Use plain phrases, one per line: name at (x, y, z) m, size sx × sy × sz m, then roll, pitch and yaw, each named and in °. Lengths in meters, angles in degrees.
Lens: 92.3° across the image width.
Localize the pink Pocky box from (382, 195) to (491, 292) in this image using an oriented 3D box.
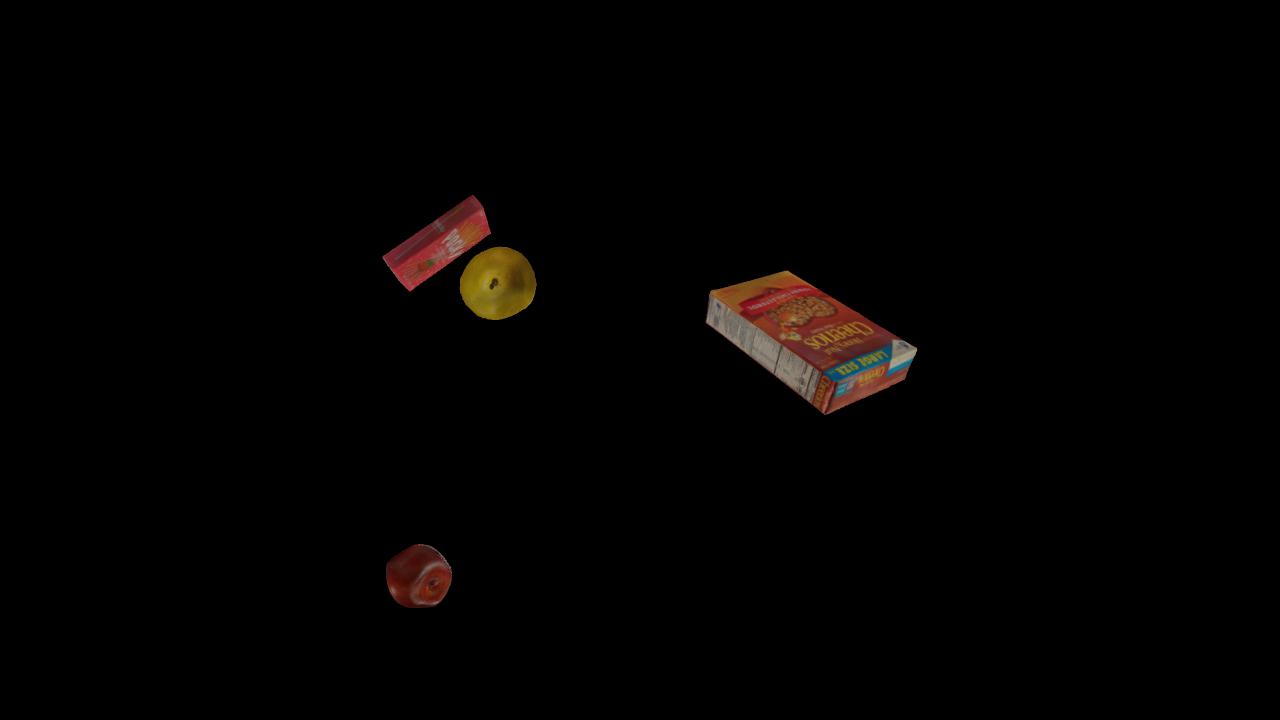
pink Pocky box at (-0.289, -0.168, 0.890) m, size 0.155 × 0.029 × 0.084 m, roll -40°, pitch -8°, yaw -14°

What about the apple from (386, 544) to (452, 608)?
apple at (-0.292, 0.284, 0.810) m, size 0.093 × 0.079 × 0.079 m, roll 2°, pitch 1°, yaw 42°

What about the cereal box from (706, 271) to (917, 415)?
cereal box at (0.287, -0.044, 1.069) m, size 0.203 × 0.081 × 0.306 m, roll -17°, pitch 41°, yaw -29°

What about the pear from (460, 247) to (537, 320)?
pear at (-0.144, -0.082, 0.630) m, size 0.080 × 0.080 × 0.111 m, roll 0°, pitch -3°, yaw -17°
